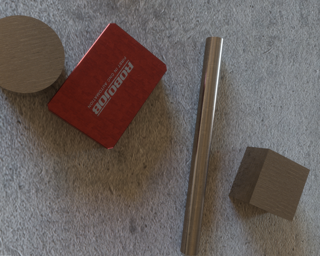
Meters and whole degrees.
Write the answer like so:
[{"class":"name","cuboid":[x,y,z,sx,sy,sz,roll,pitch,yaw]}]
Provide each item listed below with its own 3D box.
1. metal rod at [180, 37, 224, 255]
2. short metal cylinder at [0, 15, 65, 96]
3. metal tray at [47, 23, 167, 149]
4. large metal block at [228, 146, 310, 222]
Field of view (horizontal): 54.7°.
[{"class":"metal rod","cuboid":[0.059,0.023,0.432,0.025,0.025,0.298,8,87,-20]},{"class":"short metal cylinder","cuboid":[-0.148,-0.076,0.341,0.081,0.050,0.079,0,90,-21]},{"class":"metal tray","cuboid":[-0.063,-0.051,0.384,0.090,0.030,0.130,37,78,-17]},{"class":"large metal block","cuboid":[0.161,0.081,0.457,0.080,0.050,0.080,26,81,-19]}]
